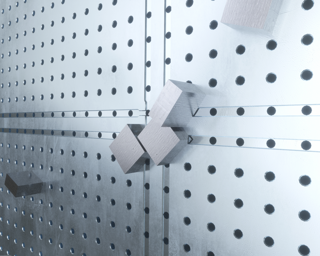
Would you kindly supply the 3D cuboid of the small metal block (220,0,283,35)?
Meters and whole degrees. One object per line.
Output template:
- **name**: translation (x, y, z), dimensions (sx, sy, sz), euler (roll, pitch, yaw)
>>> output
- **small metal block**: translation (0.099, -0.130, 0.327), dimensions (0.050, 0.025, 0.050), euler (25, 106, 37)

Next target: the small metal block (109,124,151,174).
- **small metal block**: translation (-0.039, 0.029, 0.440), dimensions (0.050, 0.025, 0.050), euler (-49, 61, 28)

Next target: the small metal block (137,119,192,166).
- **small metal block**: translation (0.005, 0.013, 0.404), dimensions (0.050, 0.025, 0.050), euler (-50, 61, 28)

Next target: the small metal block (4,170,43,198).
- **small metal block**: translation (-0.269, 0.109, 0.611), dimensions (0.050, 0.050, 0.025), euler (29, 108, 36)

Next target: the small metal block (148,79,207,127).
- **small metal block**: translation (0.021, -0.028, 0.374), dimensions (0.025, 0.050, 0.050), euler (45, 117, 30)
